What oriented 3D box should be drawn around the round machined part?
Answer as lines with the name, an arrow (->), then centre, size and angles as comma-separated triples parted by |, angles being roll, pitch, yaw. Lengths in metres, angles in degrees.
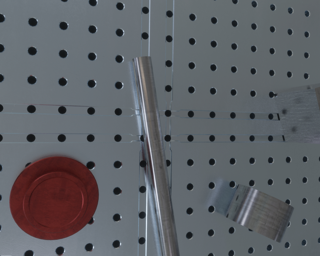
round machined part -> -0.120, 0.082, 0.360 | 0.099, 0.042, 0.097 | 0, 90, -20

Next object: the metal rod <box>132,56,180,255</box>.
metal rod -> -0.003, 0.057, 0.411 | 0.025, 0.025, 0.298 | -9, 93, -20

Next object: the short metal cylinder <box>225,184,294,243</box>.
short metal cylinder -> 0.139, 0.119, 0.435 | 0.080, 0.080, 0.050 | 28, 81, -18

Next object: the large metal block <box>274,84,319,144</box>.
large metal block -> 0.229, -0.023, 0.468 | 0.050, 0.080, 0.080 | -18, 96, -19
